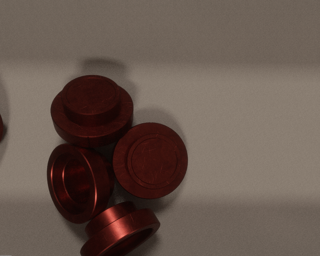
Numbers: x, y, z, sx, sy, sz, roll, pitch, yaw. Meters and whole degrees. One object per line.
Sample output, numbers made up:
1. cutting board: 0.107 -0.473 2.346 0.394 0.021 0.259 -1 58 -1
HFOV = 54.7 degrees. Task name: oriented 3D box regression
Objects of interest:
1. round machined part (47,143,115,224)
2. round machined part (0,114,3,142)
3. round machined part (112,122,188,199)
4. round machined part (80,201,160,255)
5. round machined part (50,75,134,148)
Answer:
1. round machined part: -0.095 0.065 0.386 0.098 0.042 0.097 6 100 38
2. round machined part: -0.253 0.001 0.382 0.042 0.099 0.097 15 90 38
3. round machined part: -0.011 0.041 0.392 0.099 0.042 0.097 1 86 -14
4. round machined part: -0.052 0.127 0.380 0.098 0.098 0.042 -35 65 0
5. round machined part: -0.082 -0.027 0.375 0.099 0.042 0.098 3 49 -3
